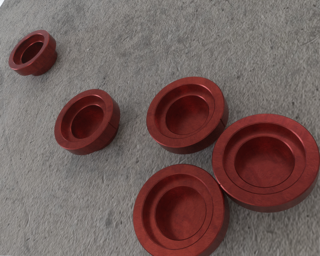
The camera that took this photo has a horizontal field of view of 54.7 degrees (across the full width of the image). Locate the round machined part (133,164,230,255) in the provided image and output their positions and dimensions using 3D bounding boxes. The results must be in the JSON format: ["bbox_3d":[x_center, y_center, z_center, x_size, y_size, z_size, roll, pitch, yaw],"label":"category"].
[{"bbox_3d":[0.025,0.090,0.325,0.098,0.042,0.098,-13,56,21],"label":"round machined part"}]

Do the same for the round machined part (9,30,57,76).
[{"bbox_3d":[-0.243,-0.141,0.608,0.098,0.042,0.098,-13,56,21],"label":"round machined part"}]

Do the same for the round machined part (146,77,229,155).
[{"bbox_3d":[0.036,-0.012,0.381,0.098,0.042,0.098,-13,56,21],"label":"round machined part"}]

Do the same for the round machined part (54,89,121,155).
[{"bbox_3d":[-0.099,-0.005,0.448,0.098,0.042,0.098,-13,56,21],"label":"round machined part"}]

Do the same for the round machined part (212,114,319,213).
[{"bbox_3d":[0.105,0.037,0.312,0.098,0.042,0.098,-11,55,17],"label":"round machined part"}]
